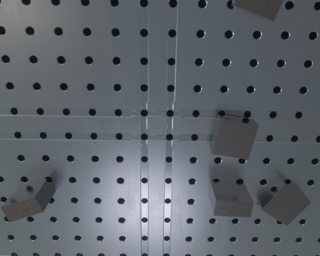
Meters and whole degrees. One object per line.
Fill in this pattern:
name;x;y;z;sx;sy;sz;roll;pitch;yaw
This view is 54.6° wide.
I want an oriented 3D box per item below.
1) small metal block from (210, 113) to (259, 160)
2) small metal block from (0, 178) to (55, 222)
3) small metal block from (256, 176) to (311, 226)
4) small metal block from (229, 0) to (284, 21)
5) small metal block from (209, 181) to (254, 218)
small metal block;0.099;0.011;0.418;0.050;0.025;0.050;9;110;-4
small metal block;-0.184;0.100;0.436;0.050;0.050;0.025;-18;109;6
small metal block;0.180;0.107;0.454;0.050;0.025;0.050;34;107;-12
small metal block;0.116;-0.157;0.356;0.050;0.025;0.050;19;109;-7
small metal block;0.098;0.099;0.437;0.050;0.050;0.025;4;110;-1
